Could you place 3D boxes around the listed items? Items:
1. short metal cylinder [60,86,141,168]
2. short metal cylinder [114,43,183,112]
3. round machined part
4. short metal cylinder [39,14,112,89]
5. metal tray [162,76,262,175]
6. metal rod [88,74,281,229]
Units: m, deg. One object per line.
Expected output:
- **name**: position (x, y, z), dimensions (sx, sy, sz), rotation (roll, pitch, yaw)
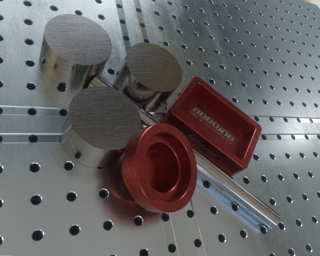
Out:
- **short metal cylinder**: position (-0.068, -0.001, 0.355), dimensions (0.081, 0.050, 0.080), rotation (14, 56, -21)
- **short metal cylinder**: position (-0.017, -0.069, 0.424), dimensions (0.081, 0.050, 0.080), rotation (14, 56, -21)
- **round machined part**: position (-0.004, 0.046, 0.353), dimensions (0.099, 0.042, 0.098), rotation (17, 66, -43)
- **short metal cylinder**: position (-0.107, -0.096, 0.393), dimensions (0.081, 0.050, 0.080), rotation (14, 56, -21)
- **metal tray**: position (0.078, -0.005, 0.449), dimensions (0.130, 0.030, 0.090), rotation (38, 52, -3)
- **metal rod**: position (0.033, 0.033, 0.406), dimensions (0.300, 0.025, 0.025), rotation (38, 51, -3)
